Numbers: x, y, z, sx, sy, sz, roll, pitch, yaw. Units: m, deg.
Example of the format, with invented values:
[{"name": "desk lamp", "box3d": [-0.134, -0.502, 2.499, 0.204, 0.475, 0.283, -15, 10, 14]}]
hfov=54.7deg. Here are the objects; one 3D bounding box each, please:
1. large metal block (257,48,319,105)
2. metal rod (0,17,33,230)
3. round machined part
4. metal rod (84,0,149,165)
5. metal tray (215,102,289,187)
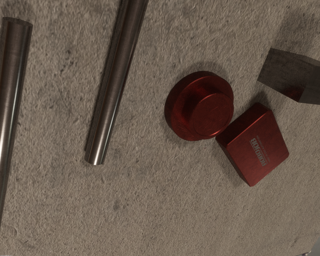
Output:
[{"name": "large metal block", "box3d": [0.203, -0.072, 0.440, 0.081, 0.080, 0.050, 2, 117, -30]}, {"name": "metal rod", "box3d": [-0.174, 0.035, 0.333, 0.025, 0.025, 0.298, 6, 116, -31]}, {"name": "round machined part", "box3d": [0.059, -0.023, 0.416, 0.099, 0.042, 0.097, -14, 125, -21]}, {"name": "metal rod", "box3d": [-0.038, -0.091, 0.330, 0.025, 0.025, 0.298, 5, 116, -31]}, {"name": "metal tray", "box3d": [0.156, 0.031, 0.511, 0.090, 0.030, 0.130, -40, 130, -1]}]
